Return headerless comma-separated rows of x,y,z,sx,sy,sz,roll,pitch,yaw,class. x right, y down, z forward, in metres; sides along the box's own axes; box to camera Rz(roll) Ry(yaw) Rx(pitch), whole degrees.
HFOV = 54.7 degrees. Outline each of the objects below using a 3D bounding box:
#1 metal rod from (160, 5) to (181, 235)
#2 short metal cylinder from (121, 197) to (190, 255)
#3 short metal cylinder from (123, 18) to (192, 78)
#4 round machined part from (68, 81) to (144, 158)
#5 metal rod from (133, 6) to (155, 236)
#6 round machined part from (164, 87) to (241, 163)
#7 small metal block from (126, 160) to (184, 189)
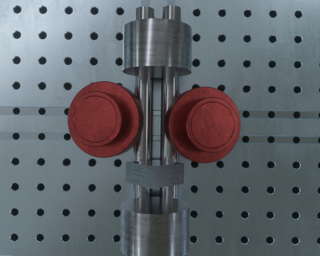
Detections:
0.013,-0.009,0.412,0.025,0.025,0.298,1,90,0,metal rod
-0.006,0.115,0.364,0.081,0.080,0.050,1,90,0,short metal cylinder
-0.003,-0.090,0.363,0.081,0.080,0.050,1,90,0,short metal cylinder
-0.073,-0.011,0.392,0.098,0.042,0.097,0,90,14,round machined part
-0.022,-0.008,0.412,0.025,0.025,0.298,1,90,0,metal rod
0.059,-0.004,0.392,0.099,0.042,0.097,0,90,-15,round machined part
-0.006,0.055,0.377,0.050,0.050,0.025,1,90,-42,small metal block
